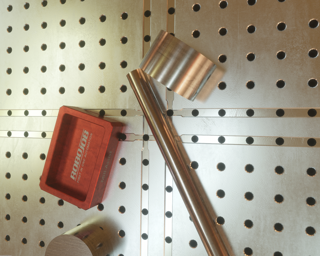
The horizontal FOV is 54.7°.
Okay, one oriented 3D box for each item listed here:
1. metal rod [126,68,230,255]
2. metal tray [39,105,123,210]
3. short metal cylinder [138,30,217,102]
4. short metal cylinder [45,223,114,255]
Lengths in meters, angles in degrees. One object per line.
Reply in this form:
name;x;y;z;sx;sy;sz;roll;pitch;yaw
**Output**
metal rod;0.028;0.059;0.402;0.025;0.025;0.299;-28;81;18
metal tray;-0.116;0.041;0.450;0.090;0.030;0.129;19;96;19
short metal cylinder;0.021;-0.075;0.376;0.080;0.080;0.050;37;102;16
short metal cylinder;-0.114;0.183;0.439;0.080;0.050;0.079;0;90;20
